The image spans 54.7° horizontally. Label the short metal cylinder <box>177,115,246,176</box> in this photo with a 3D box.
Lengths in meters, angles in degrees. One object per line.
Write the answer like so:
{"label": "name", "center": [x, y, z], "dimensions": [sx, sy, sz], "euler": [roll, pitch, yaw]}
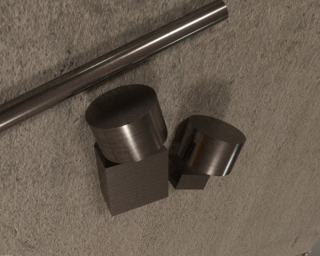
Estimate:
{"label": "short metal cylinder", "center": [0.070, 0.022, 0.425], "dimensions": [0.081, 0.080, 0.050], "euler": [4, 116, -31]}

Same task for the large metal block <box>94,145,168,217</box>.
{"label": "large metal block", "center": [-0.036, 0.059, 0.409], "dimensions": [0.081, 0.050, 0.079], "euler": [-15, 125, -21]}

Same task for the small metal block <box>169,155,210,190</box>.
{"label": "small metal block", "center": [0.036, 0.064, 0.452], "dimensions": [0.050, 0.050, 0.025], "euler": [8, 115, -32]}

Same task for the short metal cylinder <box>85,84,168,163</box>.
{"label": "short metal cylinder", "center": [-0.036, -0.006, 0.349], "dimensions": [0.080, 0.080, 0.050], "euler": [-27, 128, -12]}

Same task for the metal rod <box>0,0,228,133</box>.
{"label": "metal rod", "center": [-0.057, -0.067, 0.335], "dimensions": [0.302, 0.025, 0.025], "euler": [-29, 129, -10]}
